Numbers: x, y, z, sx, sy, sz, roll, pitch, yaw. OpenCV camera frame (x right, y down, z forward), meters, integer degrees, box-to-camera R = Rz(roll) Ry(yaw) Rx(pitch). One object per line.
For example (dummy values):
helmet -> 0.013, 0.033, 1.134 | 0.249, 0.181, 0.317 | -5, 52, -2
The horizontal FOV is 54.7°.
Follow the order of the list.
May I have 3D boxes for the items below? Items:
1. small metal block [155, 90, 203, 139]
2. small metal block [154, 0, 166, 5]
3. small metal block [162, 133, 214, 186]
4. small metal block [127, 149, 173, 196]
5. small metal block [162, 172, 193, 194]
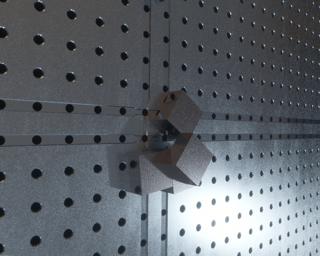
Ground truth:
small metal block -> 0.028, -0.017, 0.435 | 0.050, 0.025, 0.050 | 43, 64, -32
small metal block -> 0.006, -0.203, 0.415 | 0.050, 0.025, 0.050 | -46, 118, -30
small metal block -> 0.038, 0.041, 0.411 | 0.050, 0.025, 0.050 | 46, 62, -31
small metal block -> -0.012, 0.055, 0.401 | 0.050, 0.025, 0.050 | -8, 95, -40
small metal block -> 0.027, 0.060, 0.434 | 0.050, 0.025, 0.050 | -10, 97, -40
